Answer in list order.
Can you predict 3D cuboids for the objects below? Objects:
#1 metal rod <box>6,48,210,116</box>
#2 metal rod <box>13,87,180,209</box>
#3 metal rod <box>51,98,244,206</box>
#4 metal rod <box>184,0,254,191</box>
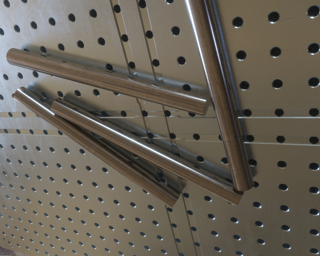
[{"bbox_3d":[-0.082,-0.066,0.413,0.301,0.025,0.025,16,125,18],"label":"metal rod"},{"bbox_3d":[-0.100,0.028,0.481,0.300,0.025,0.025,34,129,5],"label":"metal rod"},{"bbox_3d":[-0.026,0.029,0.443,0.301,0.025,0.025,26,128,12],"label":"metal rod"},{"bbox_3d":[0.063,-0.057,0.343,0.025,0.025,0.299,-5,116,31],"label":"metal rod"}]
